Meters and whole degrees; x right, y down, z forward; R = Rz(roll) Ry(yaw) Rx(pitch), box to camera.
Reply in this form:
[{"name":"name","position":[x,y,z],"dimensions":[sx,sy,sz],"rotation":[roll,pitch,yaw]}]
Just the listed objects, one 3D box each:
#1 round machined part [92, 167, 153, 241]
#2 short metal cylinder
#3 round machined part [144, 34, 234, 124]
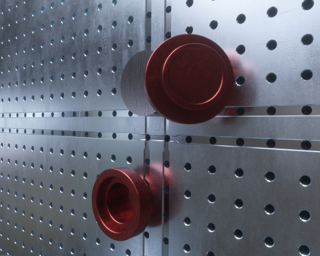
[{"name":"round machined part","position":[-0.048,0.104,0.436],"dimensions":[0.098,0.042,0.097],"rotation":[0,90,39]},{"name":"short metal cylinder","position":[-0.004,-0.054,0.395],"dimensions":[0.080,0.050,0.079],"rotation":[0,90,39]},{"name":"round machined part","position":[0.033,-0.053,0.332],"dimensions":[0.042,0.099,0.097],"rotation":[-171,82,-81]}]
